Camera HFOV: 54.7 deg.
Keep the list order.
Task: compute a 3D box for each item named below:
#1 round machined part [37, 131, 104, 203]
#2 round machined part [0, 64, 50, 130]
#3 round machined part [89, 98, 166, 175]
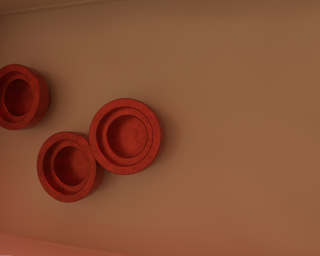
[{"bbox_3d":[-0.122,0.053,0.443,0.098,0.042,0.097,0,90,19],"label":"round machined part"},{"bbox_3d":[-0.209,-0.046,0.473,0.098,0.042,0.097,0,90,19],"label":"round machined part"},{"bbox_3d":[-0.040,0.012,0.411,0.098,0.042,0.097,-1,87,14],"label":"round machined part"}]
